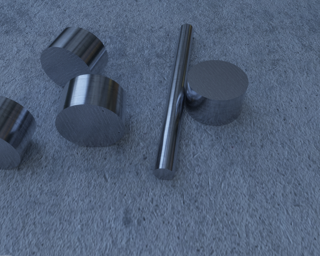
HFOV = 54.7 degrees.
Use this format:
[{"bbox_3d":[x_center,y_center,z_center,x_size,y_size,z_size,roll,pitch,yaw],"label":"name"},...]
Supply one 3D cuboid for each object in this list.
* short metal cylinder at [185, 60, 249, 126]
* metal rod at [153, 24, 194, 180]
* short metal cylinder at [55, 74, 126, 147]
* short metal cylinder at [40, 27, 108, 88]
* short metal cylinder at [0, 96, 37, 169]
[{"bbox_3d":[0.076,-0.049,0.429,0.081,0.050,0.080,0,50,0],"label":"short metal cylinder"},{"bbox_3d":[0.026,-0.060,0.453,0.025,0.025,0.300,6,50,5],"label":"metal rod"},{"bbox_3d":[-0.083,-0.020,0.383,0.081,0.080,0.050,-1,50,-1],"label":"short metal cylinder"},{"bbox_3d":[-0.123,-0.098,0.449,0.080,0.080,0.050,14,52,11],"label":"short metal cylinder"},{"bbox_3d":[-0.194,0.006,0.361,0.080,0.080,0.050,5,50,4],"label":"short metal cylinder"}]
